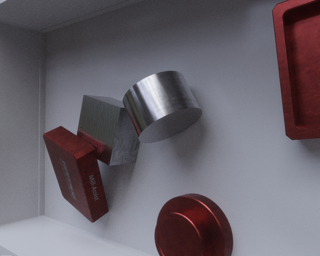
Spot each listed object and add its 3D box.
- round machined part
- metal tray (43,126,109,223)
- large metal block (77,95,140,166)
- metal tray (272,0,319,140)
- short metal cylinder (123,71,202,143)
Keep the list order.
[{"bbox_3d":[0.032,0.130,0.368,0.098,0.042,0.097,0,90,39],"label":"round machined part"},{"bbox_3d":[-0.125,0.070,0.467,0.090,0.030,0.129,25,133,38],"label":"metal tray"},{"bbox_3d":[-0.073,0.001,0.448,0.080,0.050,0.079,20,103,38],"label":"large metal block"},{"bbox_3d":[0.156,-0.057,0.274,0.090,0.030,0.129,-8,85,39],"label":"metal tray"},{"bbox_3d":[0.003,-0.023,0.367,0.080,0.081,0.050,-38,67,33],"label":"short metal cylinder"}]
